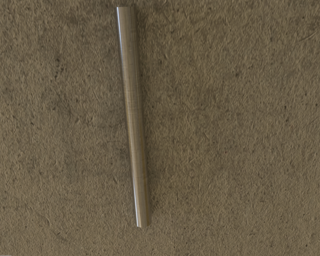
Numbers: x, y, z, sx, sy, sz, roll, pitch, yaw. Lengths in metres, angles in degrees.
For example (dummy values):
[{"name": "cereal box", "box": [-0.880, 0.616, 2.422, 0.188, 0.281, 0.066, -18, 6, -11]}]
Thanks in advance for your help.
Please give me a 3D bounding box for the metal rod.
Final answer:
[{"name": "metal rod", "box": [-0.033, 0.000, 0.409, 0.025, 0.025, 0.298, -3, 110, 1]}]
